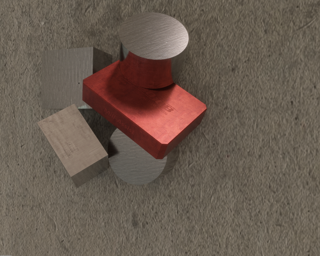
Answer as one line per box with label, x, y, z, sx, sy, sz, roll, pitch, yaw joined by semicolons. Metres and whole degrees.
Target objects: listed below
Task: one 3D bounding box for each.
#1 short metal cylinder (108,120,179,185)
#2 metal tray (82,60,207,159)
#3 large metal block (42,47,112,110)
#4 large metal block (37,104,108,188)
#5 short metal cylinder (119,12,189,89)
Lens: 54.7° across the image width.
short metal cylinder;-0.020;0.030;0.405;0.080;0.050;0.080;0;90;20
metal tray;-0.020;-0.032;0.384;0.130;0.091;0.030;37;142;16
large metal block;-0.116;-0.066;0.436;0.080;0.050;0.080;1;90;20
large metal block;-0.113;0.027;0.413;0.050;0.080;0.080;-32;78;-19
short metal cylinder;-0.009;-0.095;0.379;0.081;0.050;0.080;3;57;-5
